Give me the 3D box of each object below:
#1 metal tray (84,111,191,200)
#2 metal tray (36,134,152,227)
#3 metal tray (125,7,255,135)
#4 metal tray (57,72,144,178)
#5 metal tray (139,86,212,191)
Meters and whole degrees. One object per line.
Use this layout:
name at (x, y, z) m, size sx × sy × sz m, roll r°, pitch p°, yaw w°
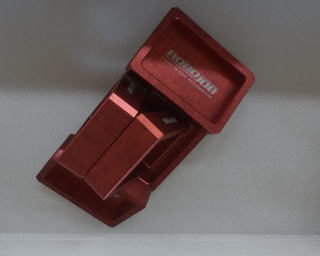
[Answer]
metal tray at (-0.018, 0.024, 0.349) m, size 0.030 × 0.130 × 0.090 m, roll 45°, pitch 105°, yaw 9°
metal tray at (-0.089, 0.075, 0.415) m, size 0.130 × 0.030 × 0.090 m, roll 38°, pitch 130°, yaw -14°
metal tray at (0.037, -0.064, 0.365) m, size 0.130 × 0.030 × 0.090 m, roll 37°, pitch 80°, yaw -13°
metal tray at (-0.060, -0.012, 0.347) m, size 0.030 × 0.130 × 0.090 m, roll 39°, pitch 106°, yaw -13°
metal tray at (-0.006, 0.012, 0.411) m, size 0.090 × 0.030 × 0.130 m, roll 37°, pitch 105°, yaw -13°
